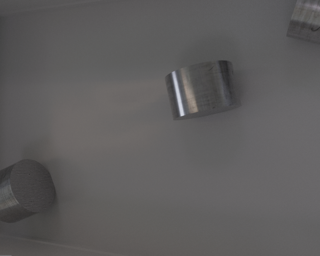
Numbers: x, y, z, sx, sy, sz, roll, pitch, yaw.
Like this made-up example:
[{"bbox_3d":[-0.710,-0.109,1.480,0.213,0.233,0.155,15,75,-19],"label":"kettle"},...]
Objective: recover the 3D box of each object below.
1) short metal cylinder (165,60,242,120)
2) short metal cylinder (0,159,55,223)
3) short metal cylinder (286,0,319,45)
[{"bbox_3d":[0.050,-0.042,0.364,0.080,0.080,0.050,-13,86,19],"label":"short metal cylinder"},{"bbox_3d":[-0.203,0.092,0.453,0.050,0.080,0.080,-25,82,18],"label":"short metal cylinder"},{"bbox_3d":[0.171,-0.129,0.321,0.050,0.080,0.080,21,97,19],"label":"short metal cylinder"}]
